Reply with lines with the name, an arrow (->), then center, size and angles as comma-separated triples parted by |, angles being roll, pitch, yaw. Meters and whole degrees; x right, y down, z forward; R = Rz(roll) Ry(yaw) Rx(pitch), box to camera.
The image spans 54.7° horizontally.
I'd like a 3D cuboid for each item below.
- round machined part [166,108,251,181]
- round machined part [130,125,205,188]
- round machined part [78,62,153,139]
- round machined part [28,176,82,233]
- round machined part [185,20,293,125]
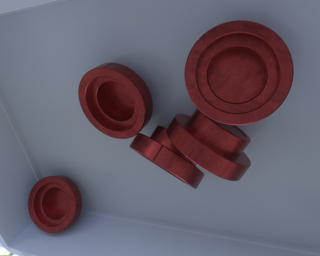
round machined part -> 0.059, 0.011, 0.343 | 0.098, 0.098, 0.042 | 34, 106, 6
round machined part -> 0.014, 0.032, 0.388 | 0.098, 0.042, 0.098 | 32, 173, 5
round machined part -> -0.053, -0.038, 0.402 | 0.098, 0.042, 0.097 | 13, 124, 21
round machined part -> -0.183, 0.135, 0.558 | 0.098, 0.042, 0.097 | -2, 84, 18
round machined part -> 0.076, -0.051, 0.307 | 0.098, 0.042, 0.097 | 0, 90, 12
